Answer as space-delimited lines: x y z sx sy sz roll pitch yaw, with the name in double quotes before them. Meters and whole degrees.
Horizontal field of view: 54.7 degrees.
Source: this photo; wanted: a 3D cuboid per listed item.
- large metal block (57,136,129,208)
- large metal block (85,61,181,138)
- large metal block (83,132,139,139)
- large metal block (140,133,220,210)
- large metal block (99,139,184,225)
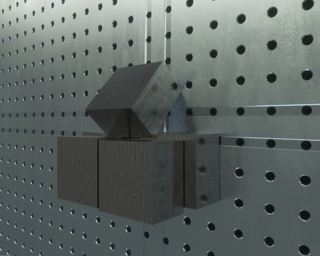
"large metal block" -0.085 0.050 0.392 0.080 0.050 0.079 0 90 39
"large metal block" -0.033 -0.035 0.391 0.080 0.050 0.080 1 48 39
"large metal block" -0.067 0.046 0.446 0.080 0.050 0.079 2 91 39
"large metal block" 0.023 0.047 0.372 0.080 0.050 0.079 -1 89 39
"large metal block" -0.022 0.053 0.341 0.080 0.050 0.079 0 90 39
